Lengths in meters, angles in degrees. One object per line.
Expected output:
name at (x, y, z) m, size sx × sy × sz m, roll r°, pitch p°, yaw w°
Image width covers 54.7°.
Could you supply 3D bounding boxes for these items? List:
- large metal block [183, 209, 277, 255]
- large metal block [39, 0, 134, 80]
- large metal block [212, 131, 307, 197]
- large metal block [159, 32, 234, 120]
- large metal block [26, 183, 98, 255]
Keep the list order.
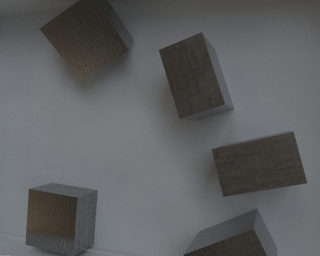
large metal block at (0.083, 0.139, 0.352) m, size 0.080 × 0.080 × 0.050 m, roll -28°, pitch 81°, yaw 18°
large metal block at (-0.093, -0.124, 0.411) m, size 0.080 × 0.050 × 0.080 m, roll -27°, pitch 116°, yaw 18°
large metal block at (0.110, 0.037, 0.342) m, size 0.080 × 0.080 × 0.050 m, roll -14°, pitch 85°, yaw 19°
large metal block at (0.046, -0.055, 0.365) m, size 0.050 × 0.080 × 0.080 m, roll -18°, pitch 84°, yaw 19°
large metal block at (-0.141, 0.128, 0.447) m, size 0.080 × 0.050 × 0.079 m, roll 5°, pitch 92°, yaw 20°
